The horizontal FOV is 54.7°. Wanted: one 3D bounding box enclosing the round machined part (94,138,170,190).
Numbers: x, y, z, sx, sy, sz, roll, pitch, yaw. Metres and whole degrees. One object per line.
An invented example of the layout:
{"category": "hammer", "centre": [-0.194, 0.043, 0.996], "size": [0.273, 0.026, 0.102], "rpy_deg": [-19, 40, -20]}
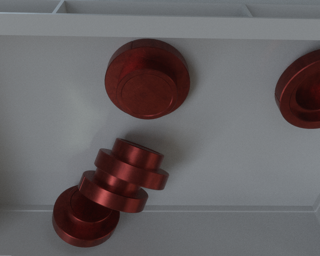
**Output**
{"category": "round machined part", "centre": [-0.033, 0.044, 0.411], "size": [0.099, 0.098, 0.042], "rpy_deg": [21, 89, -18]}

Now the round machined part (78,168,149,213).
{"category": "round machined part", "centre": [-0.062, 0.079, 0.441], "size": [0.099, 0.098, 0.042], "rpy_deg": [21, 91, -18]}

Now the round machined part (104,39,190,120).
{"category": "round machined part", "centre": [-0.014, -0.048, 0.357], "size": [0.099, 0.042, 0.097], "rpy_deg": [-1, 130, 0]}

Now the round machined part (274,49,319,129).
{"category": "round machined part", "centre": [0.183, -0.049, 0.359], "size": [0.099, 0.042, 0.097], "rpy_deg": [-1, 130, 0]}

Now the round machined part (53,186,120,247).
{"category": "round machined part", "centre": [-0.108, 0.123, 0.465], "size": [0.099, 0.098, 0.042], "rpy_deg": [14, 129, -12]}
